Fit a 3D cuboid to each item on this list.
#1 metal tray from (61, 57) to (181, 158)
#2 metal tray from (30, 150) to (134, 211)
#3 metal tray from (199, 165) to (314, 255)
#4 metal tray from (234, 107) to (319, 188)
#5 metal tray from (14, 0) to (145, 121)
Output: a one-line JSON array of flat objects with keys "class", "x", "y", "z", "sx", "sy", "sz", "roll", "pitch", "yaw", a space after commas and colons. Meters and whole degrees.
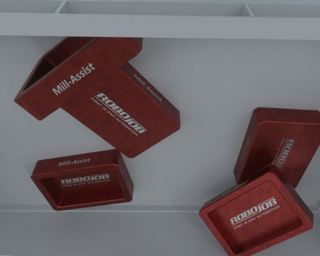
[{"class": "metal tray", "x": -0.048, "y": -0.025, "z": 0.384, "sx": 0.090, "sy": 0.030, "sz": 0.130, "roll": -33, "pitch": 123, "yaw": 25}, {"class": "metal tray", "x": -0.115, "y": 0.082, "z": 0.474, "sx": 0.131, "sy": 0.030, "sz": 0.090, "roll": -9, "pitch": 130, "yaw": 7}, {"class": "metal tray", "x": 0.132, "y": 0.123, "z": 0.439, "sx": 0.130, "sy": 0.030, "sz": 0.090, "roll": -39, "pitch": 84, "yaw": 27}, {"class": "metal tray", "x": 0.164, "y": 0.033, "z": 0.435, "sx": 0.091, "sy": 0.030, "sz": 0.129, "roll": 3, "pitch": 130, "yaw": -3}, {"class": "metal tray", "x": -0.076, "y": -0.071, "z": 0.304, "sx": 0.130, "sy": 0.090, "sz": 0.030, "roll": -29, "pitch": 125, "yaw": 22}]
